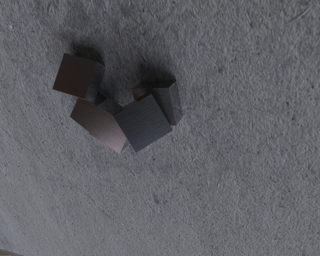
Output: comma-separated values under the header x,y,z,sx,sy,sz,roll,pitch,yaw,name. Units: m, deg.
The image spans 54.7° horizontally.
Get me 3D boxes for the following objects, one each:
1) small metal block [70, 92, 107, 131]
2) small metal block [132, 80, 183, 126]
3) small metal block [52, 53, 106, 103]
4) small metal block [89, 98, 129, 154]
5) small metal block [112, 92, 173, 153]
x,y,z,sx,sy,sz,roll,pitch,yaw,name
-0.094,-0.022,0.442,0.050,0.025,0.050,39,129,1,small metal block
-0.002,-0.031,0.389,0.050,0.025,0.050,2,120,27,small metal block
-0.106,-0.066,0.406,0.050,0.025,0.050,17,89,17,small metal block
-0.059,-0.003,0.403,0.050,0.025,0.050,33,129,6,small metal block
-0.021,-0.007,0.365,0.050,0.025,0.050,-31,105,-3,small metal block
